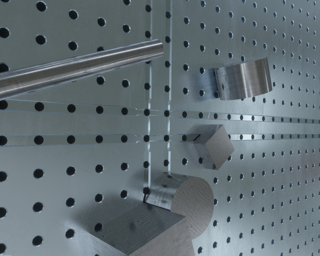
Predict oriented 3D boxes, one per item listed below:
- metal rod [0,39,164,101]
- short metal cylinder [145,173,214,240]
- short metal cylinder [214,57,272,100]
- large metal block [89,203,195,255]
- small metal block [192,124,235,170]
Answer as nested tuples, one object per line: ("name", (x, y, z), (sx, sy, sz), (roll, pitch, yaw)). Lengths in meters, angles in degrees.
("metal rod", (-0.113, -0.054, 0.313), (0.302, 0.025, 0.025), (-25, 106, -37))
("short metal cylinder", (0.027, 0.103, 0.416), (0.081, 0.050, 0.080), (0, 90, -40))
("short metal cylinder", (0.129, -0.077, 0.481), (0.081, 0.080, 0.050), (-22, 104, -38))
("large metal block", (-0.021, 0.134, 0.356), (0.081, 0.080, 0.050), (-22, 104, -38))
("small metal block", (0.084, 0.029, 0.479), (0.050, 0.025, 0.050), (-43, 116, -32))
